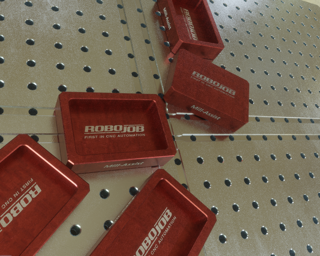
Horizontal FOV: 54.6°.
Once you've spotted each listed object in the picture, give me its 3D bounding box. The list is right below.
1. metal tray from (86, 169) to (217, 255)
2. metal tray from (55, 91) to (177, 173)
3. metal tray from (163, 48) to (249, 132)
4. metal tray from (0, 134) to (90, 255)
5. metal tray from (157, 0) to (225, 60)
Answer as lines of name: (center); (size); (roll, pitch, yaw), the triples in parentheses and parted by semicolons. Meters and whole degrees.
metal tray: (-0.006, 0.118, 0.329); (0.090, 0.030, 0.131); (42, 51, 0)
metal tray: (-0.052, 0.003, 0.374); (0.131, 0.030, 0.090); (-2, 63, -29)
metal tray: (0.076, -0.059, 0.481); (0.131, 0.030, 0.090); (23, 53, -14)
metal tray: (-0.140, 0.077, 0.282); (0.090, 0.030, 0.131); (40, 51, -1)
metal tray: (0.052, -0.185, 0.544); (0.091, 0.030, 0.130); (1, 61, -28)
